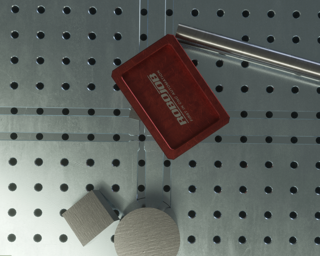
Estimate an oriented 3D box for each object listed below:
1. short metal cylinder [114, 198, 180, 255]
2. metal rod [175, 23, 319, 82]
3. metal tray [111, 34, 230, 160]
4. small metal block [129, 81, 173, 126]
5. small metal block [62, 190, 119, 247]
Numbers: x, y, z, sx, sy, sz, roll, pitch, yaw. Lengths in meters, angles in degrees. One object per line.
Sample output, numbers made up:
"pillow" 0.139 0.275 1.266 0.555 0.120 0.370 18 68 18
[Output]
"short metal cylinder" -0.016 0.136 0.401 0.081 0.050 0.079 0 90 -1
"metal rod" 0.168 -0.088 0.415 0.302 0.025 0.025 15 90 -1
"metal tray" 0.013 -0.038 0.386 0.090 0.030 0.130 -34 91 -1
"small metal block" -0.010 -0.032 0.413 0.050 0.025 0.050 14 90 -1
"small metal block" -0.090 0.117 0.406 0.050 0.025 0.050 -40 75 0
